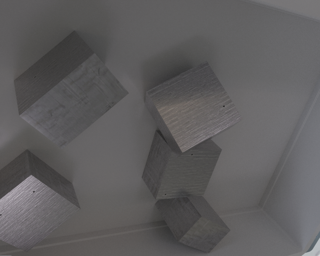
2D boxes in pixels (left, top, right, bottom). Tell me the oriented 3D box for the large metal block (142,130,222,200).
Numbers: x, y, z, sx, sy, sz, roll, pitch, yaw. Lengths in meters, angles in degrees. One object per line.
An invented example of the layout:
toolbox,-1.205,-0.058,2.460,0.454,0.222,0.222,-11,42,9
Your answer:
large metal block,0.029,0.051,0.440,0.081,0.050,0.079,2,117,-30

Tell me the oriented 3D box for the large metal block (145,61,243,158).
large metal block,0.037,-0.020,0.372,0.080,0.080,0.050,-28,171,-11

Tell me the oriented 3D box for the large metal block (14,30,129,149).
large metal block,-0.088,-0.040,0.300,0.080,0.080,0.050,-40,129,-1

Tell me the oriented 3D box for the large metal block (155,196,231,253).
large metal block,0.050,0.140,0.487,0.050,0.080,0.080,-49,129,7

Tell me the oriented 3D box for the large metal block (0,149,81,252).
large metal block,-0.155,0.085,0.361,0.080,0.050,0.080,-39,129,-2
